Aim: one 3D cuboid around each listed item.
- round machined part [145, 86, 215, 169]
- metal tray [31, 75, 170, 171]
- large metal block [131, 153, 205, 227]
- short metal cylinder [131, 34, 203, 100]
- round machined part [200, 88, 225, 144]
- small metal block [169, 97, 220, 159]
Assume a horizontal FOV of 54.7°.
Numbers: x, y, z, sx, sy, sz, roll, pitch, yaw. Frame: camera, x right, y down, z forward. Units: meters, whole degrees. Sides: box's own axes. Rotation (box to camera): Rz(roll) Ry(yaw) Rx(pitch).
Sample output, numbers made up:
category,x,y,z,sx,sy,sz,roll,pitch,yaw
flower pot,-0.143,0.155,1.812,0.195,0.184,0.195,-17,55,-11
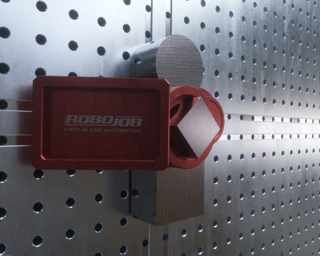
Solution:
category,x,y,z,sx,sy,sz,roll,pitch,yaw
round machined part,0.020,-0.001,0.377,0.099,0.042,0.097,0,90,-40
metal tray,-0.057,-0.004,0.311,0.131,0.030,0.089,1,89,-3
large metal block,0.011,0.073,0.398,0.081,0.050,0.080,1,90,-40
short metal cylinder,0.010,-0.075,0.400,0.081,0.050,0.080,0,90,-40
round machined part,0.055,-0.010,0.442,0.099,0.042,0.097,0,90,-40
small metal block,0.037,-0.001,0.360,0.050,0.025,0.050,-49,119,-29
